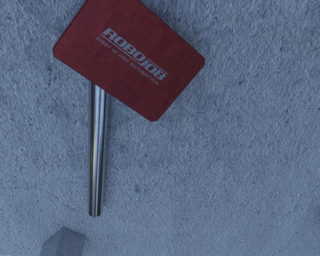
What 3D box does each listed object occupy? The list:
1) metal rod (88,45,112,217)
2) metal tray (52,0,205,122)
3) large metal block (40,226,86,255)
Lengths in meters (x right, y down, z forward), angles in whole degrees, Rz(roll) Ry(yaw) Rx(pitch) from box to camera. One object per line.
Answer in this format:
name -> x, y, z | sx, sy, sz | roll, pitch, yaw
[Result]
metal rod -> -0.087, 0.028, 0.430 | 0.025, 0.025, 0.298 | 7, 130, -6
metal tray -> -0.029, -0.076, 0.320 | 0.130, 0.030, 0.090 | 34, 103, -26
large metal block -> -0.188, 0.245, 0.578 | 0.050, 0.080, 0.080 | 33, 123, -25
